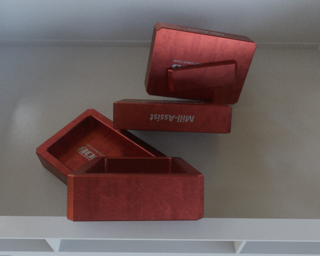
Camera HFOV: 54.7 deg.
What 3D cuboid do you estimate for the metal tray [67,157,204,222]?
[{"bbox_3d":[-0.019,0.045,0.265,0.091,0.130,0.030,1,90,-4],"label":"metal tray"}]

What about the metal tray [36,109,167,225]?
[{"bbox_3d":[-0.068,0.039,0.367,0.130,0.030,0.090,31,56,23],"label":"metal tray"}]

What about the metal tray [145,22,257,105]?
[{"bbox_3d":[0.051,-0.084,0.414,0.131,0.089,0.030,5,30,-12],"label":"metal tray"}]

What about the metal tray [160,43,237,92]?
[{"bbox_3d":[0.048,-0.095,0.452,0.091,0.030,0.130,-8,30,-4],"label":"metal tray"}]

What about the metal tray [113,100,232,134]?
[{"bbox_3d":[0.015,-0.017,0.381,0.131,0.030,0.090,2,8,1],"label":"metal tray"}]
